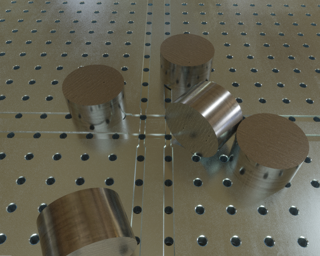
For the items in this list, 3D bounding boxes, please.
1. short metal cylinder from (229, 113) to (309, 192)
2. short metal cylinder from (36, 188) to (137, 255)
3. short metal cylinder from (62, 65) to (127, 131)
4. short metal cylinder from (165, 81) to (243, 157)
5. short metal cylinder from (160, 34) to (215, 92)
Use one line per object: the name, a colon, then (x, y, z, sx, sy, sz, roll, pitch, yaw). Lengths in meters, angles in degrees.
short metal cylinder: (0.127, 0.028, 0.369, 0.081, 0.050, 0.080, 0, 50, 0)
short metal cylinder: (-0.068, 0.100, 0.287, 0.081, 0.080, 0.050, -18, 53, -15)
short metal cylinder: (-0.088, -0.042, 0.426, 0.081, 0.050, 0.080, 0, 50, 0)
short metal cylinder: (0.053, -0.011, 0.382, 0.080, 0.080, 0.050, 35, 58, 25)
short metal cylinder: (0.040, -0.101, 0.477, 0.081, 0.050, 0.080, 0, 50, 0)
